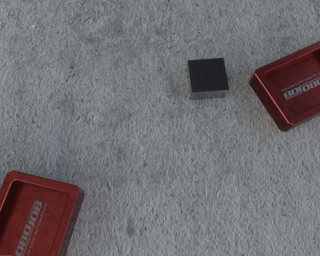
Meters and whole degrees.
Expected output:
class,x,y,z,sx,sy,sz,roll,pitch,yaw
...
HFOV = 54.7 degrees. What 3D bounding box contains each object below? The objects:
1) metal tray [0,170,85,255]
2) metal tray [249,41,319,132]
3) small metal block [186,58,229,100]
class,x,y,z,sx,sy,sz,roll,pitch,yaw
metal tray,-0.152,0.123,0.359,0.090,0.030,0.130,13,70,4
metal tray,0.204,-0.062,0.429,0.131,0.030,0.090,-25,72,-9
small metal block,0.066,-0.068,0.433,0.050,0.025,0.050,-5,70,-2
